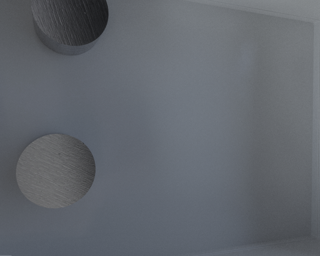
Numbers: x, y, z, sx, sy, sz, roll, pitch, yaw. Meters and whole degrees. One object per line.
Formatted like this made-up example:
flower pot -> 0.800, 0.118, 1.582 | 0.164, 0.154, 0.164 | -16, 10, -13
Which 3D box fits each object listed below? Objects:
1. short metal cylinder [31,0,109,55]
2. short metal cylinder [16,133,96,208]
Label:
short metal cylinder -> -0.105, -0.129, 0.359 | 0.081, 0.050, 0.079 | 0, 90, -21
short metal cylinder -> -0.118, 0.046, 0.354 | 0.081, 0.050, 0.079 | 0, 90, -21
